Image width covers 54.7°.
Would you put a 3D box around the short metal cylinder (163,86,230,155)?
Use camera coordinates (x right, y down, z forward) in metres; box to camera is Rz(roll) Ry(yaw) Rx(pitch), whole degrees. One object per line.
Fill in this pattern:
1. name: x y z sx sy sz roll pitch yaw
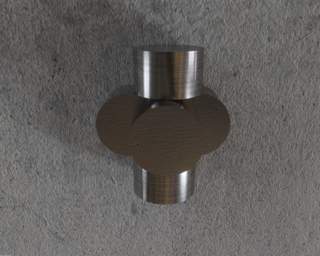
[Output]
1. short metal cylinder: 0.044 -0.011 0.394 0.081 0.050 0.079 0 110 -1

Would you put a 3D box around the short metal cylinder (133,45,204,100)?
1. short metal cylinder: 0.010 -0.067 0.358 0.081 0.080 0.050 0 110 -1

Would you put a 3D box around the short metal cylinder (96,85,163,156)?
1. short metal cylinder: -0.036 -0.011 0.393 0.081 0.050 0.079 0 110 -1

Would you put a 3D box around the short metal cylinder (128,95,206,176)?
1. short metal cylinder: 0.007 0.006 0.346 0.081 0.050 0.079 0 110 -1

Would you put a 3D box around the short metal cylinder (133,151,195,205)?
1. short metal cylinder: 0.006 0.055 0.403 0.081 0.080 0.050 0 110 -1
